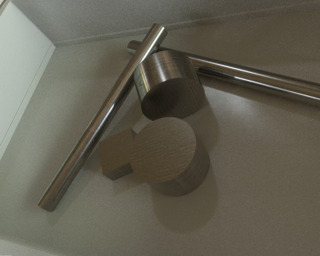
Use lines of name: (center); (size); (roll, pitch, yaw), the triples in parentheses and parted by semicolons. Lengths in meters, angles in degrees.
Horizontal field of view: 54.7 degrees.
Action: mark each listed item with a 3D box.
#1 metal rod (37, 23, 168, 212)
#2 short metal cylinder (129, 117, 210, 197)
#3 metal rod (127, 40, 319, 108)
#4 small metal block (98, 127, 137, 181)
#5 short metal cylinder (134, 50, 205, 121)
metal rod: (-0.077, -0.019, 0.438); (0.025, 0.025, 0.299); (27, 81, 36)
short metal cylinder: (0.012, 0.034, 0.361); (0.080, 0.050, 0.080); (-13, 56, 20)
metal rod: (0.067, -0.082, 0.420); (0.300, 0.025, 0.025); (24, 75, 36)
small metal block: (-0.050, 0.035, 0.409); (0.050, 0.025, 0.050); (-25, 53, 12)
short metal cylinder: (0.011, -0.051, 0.395); (0.080, 0.080, 0.050); (-26, 53, 12)
